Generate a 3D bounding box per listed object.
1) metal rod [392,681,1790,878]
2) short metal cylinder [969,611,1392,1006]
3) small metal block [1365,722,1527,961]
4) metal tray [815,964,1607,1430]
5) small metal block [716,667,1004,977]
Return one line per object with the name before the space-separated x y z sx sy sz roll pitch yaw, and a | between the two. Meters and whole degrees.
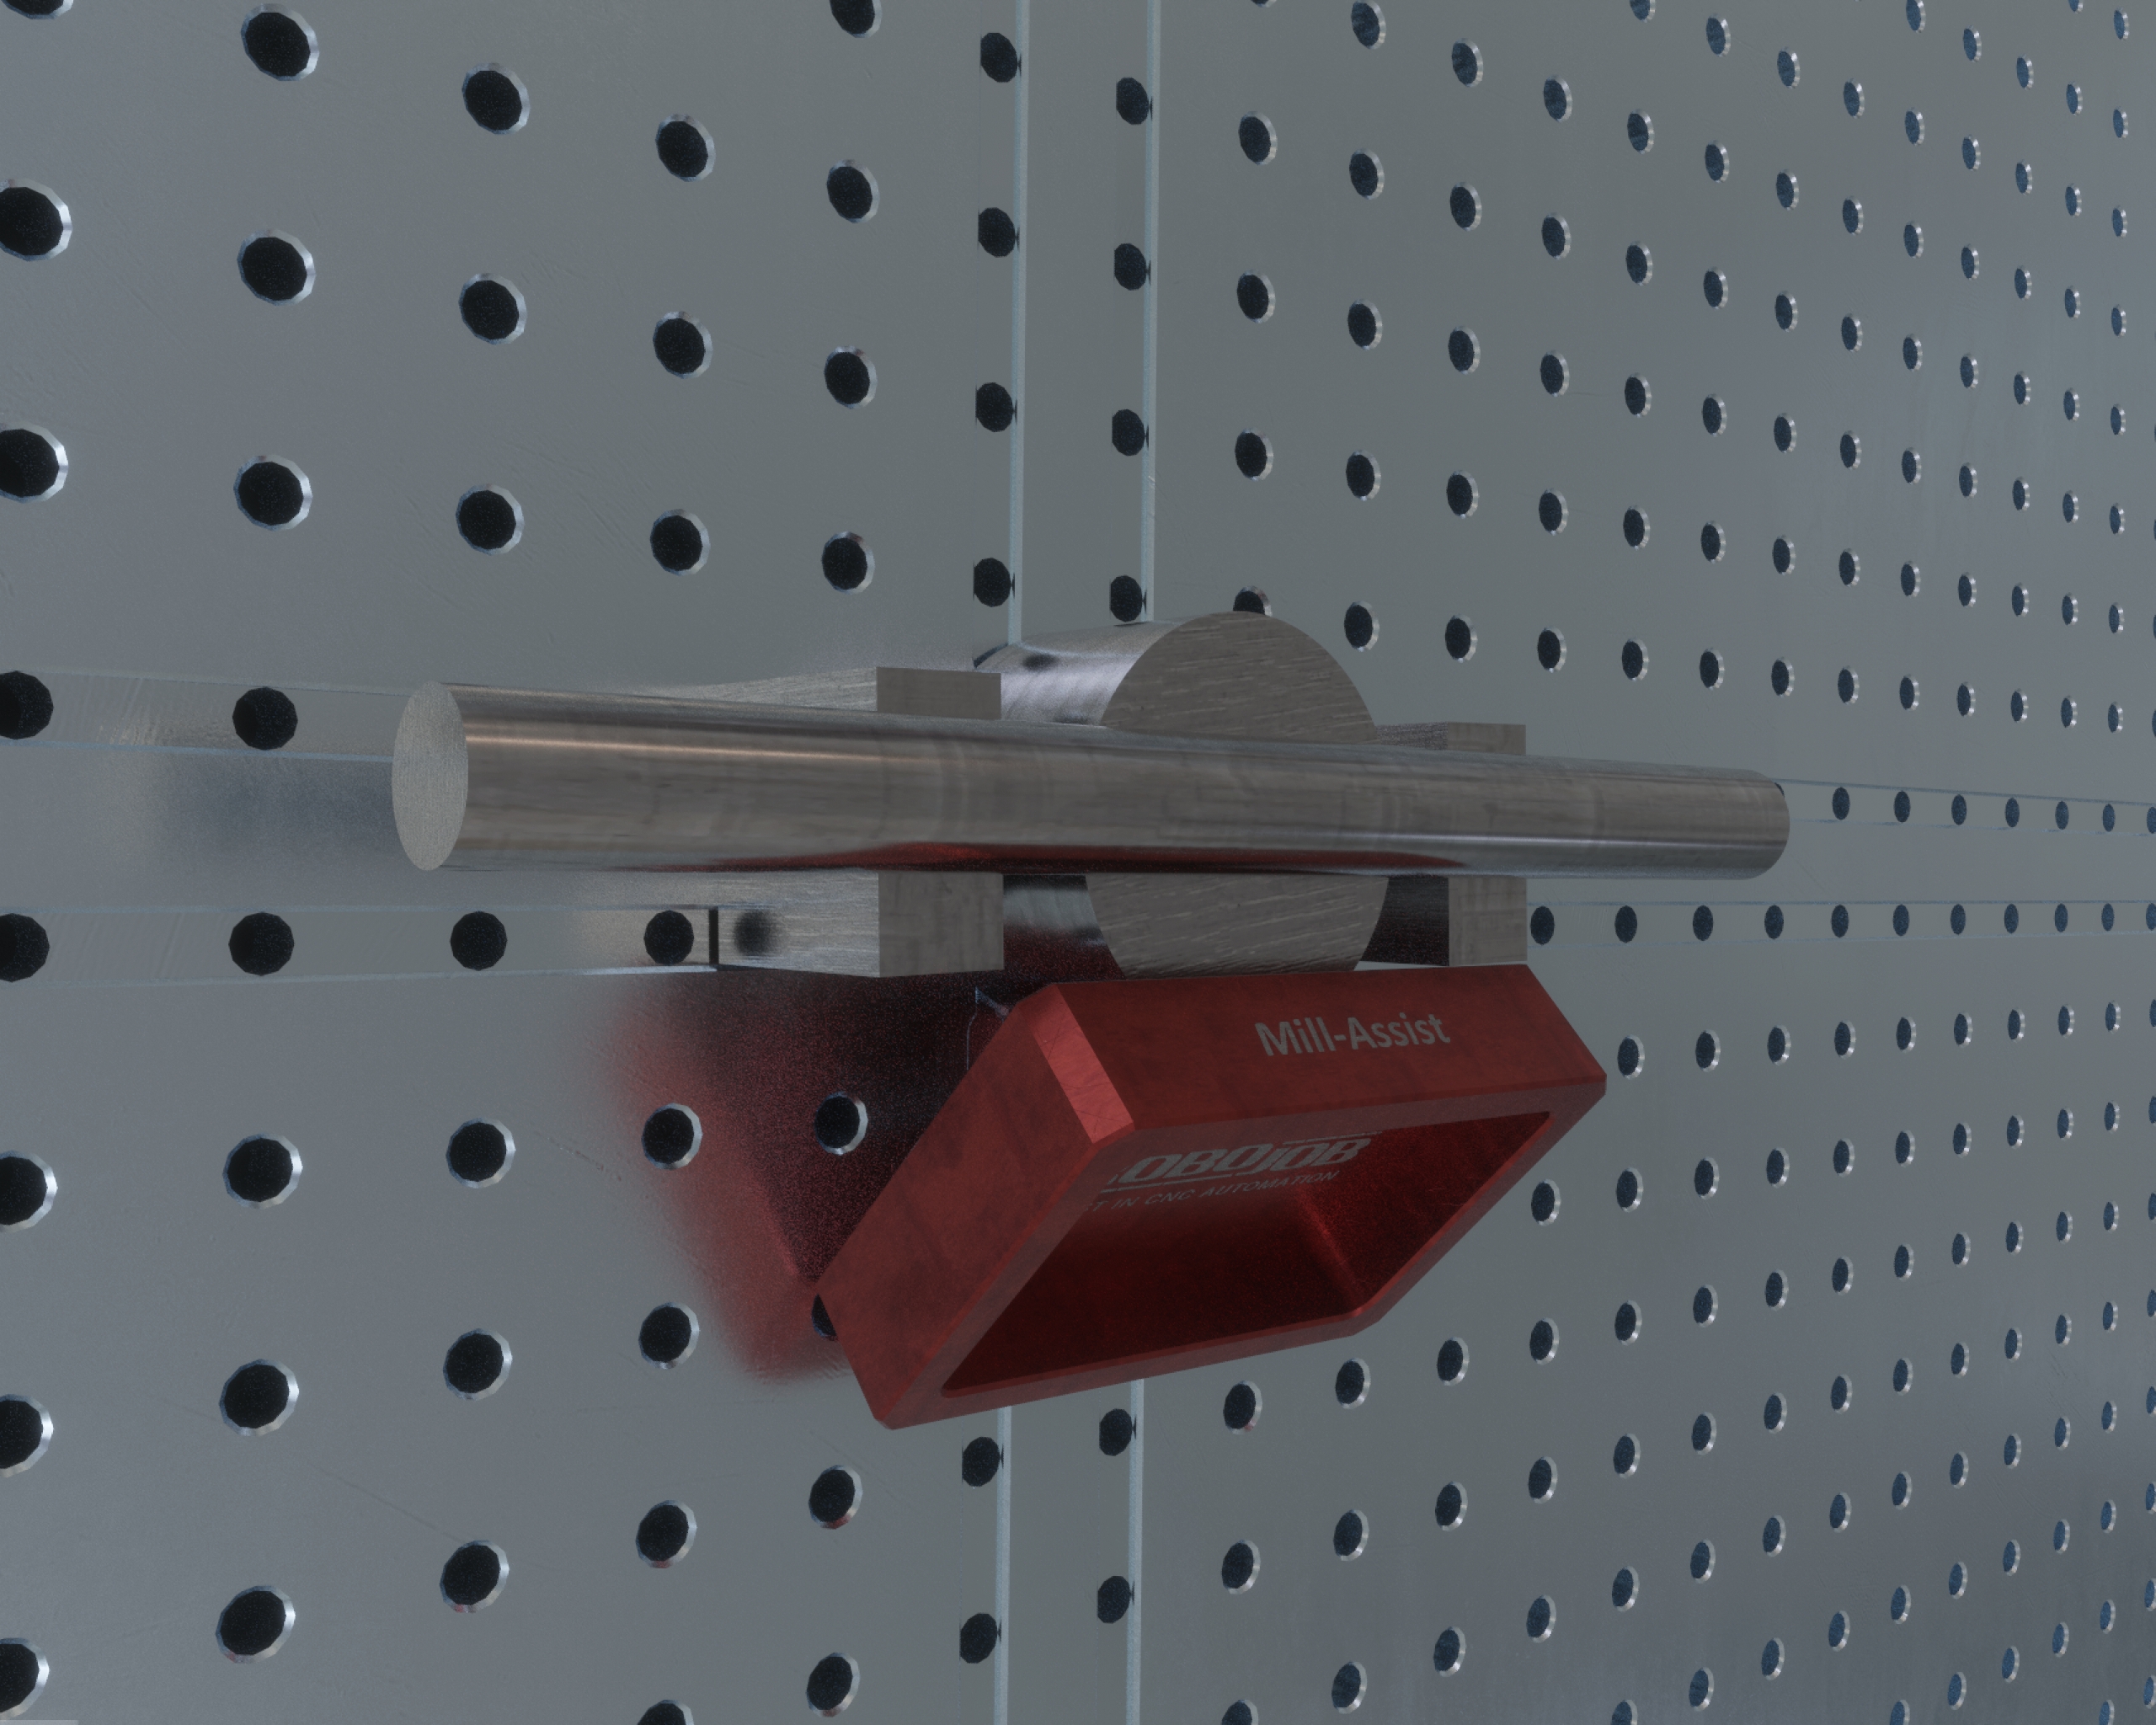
metal rod | 0.031 -0.010 0.370 0.302 0.025 0.025 1 90 -40
short metal cylinder | 0.015 -0.007 0.405 0.081 0.050 0.080 0 90 -40
small metal block | 0.069 -0.004 0.451 0.025 0.050 0.050 -1 91 -40
metal tray | 0.027 0.061 0.393 0.131 0.089 0.030 1 47 -40
small metal block | -0.038 -0.007 0.361 0.025 0.050 0.050 -1 91 -40
